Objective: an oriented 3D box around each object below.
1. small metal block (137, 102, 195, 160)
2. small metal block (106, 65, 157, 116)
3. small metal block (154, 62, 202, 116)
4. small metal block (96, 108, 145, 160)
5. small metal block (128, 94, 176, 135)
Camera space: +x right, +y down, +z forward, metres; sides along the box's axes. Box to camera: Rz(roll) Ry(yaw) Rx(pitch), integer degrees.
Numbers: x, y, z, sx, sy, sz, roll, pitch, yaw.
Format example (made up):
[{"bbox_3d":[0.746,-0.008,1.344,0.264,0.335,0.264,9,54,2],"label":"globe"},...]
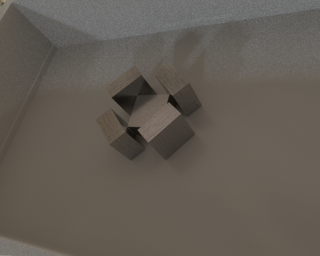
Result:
[{"bbox_3d":[0.009,0.005,0.379,0.050,0.050,0.025,-42,52,-1],"label":"small metal block"},{"bbox_3d":[-0.039,-0.052,0.439,0.050,0.050,0.025,-37,50,5],"label":"small metal block"},{"bbox_3d":[0.024,-0.050,0.405,0.025,0.050,0.050,-38,52,2],"label":"small metal block"},{"bbox_3d":[-0.052,0.008,0.410,0.025,0.050,0.050,-39,51,3],"label":"small metal block"},{"bbox_3d":[-0.010,-0.017,0.419,0.050,0.025,0.050,1,62,28],"label":"small metal block"}]
